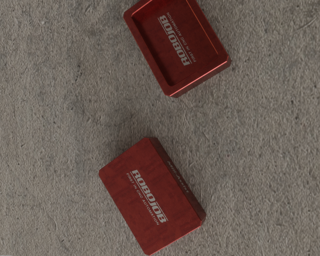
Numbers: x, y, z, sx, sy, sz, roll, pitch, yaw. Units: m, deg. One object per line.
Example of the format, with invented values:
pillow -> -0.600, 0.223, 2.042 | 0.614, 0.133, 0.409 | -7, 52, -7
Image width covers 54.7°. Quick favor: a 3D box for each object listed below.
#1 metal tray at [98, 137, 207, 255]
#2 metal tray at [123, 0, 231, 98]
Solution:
metal tray -> -0.012, 0.088, 0.410 | 0.090, 0.030, 0.130 | -36, 79, 16
metal tray -> 0.021, -0.115, 0.398 | 0.090, 0.030, 0.130 | -30, 80, 17
